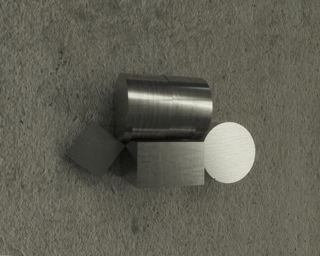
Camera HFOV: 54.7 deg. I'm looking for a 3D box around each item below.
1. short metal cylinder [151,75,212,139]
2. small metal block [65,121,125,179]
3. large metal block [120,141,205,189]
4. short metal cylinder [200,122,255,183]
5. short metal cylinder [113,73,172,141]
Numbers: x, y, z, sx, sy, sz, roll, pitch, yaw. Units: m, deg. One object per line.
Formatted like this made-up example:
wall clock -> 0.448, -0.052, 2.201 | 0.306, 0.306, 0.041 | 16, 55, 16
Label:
short metal cylinder -> 0.024, -0.025, 0.390 | 0.050, 0.080, 0.079 | 1, 90, -20
small metal block -> -0.080, 0.026, 0.381 | 0.050, 0.025, 0.050 | 40, 77, -16
large metal block -> 0.000, 0.040, 0.382 | 0.081, 0.080, 0.050 | 1, 90, -20
short metal cylinder -> 0.082, 0.032, 0.427 | 0.081, 0.050, 0.079 | 0, 90, -20
short metal cylinder -> -0.023, -0.025, 0.373 | 0.050, 0.080, 0.079 | 1, 90, -20
